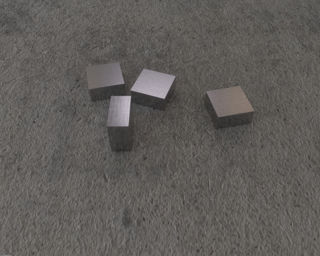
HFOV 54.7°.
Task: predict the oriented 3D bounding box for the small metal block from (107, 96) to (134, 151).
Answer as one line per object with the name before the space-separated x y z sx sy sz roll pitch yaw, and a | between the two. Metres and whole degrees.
small metal block | -0.049 -0.005 0.391 0.025 0.050 0.050 0 50 0

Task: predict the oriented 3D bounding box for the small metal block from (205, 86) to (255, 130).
small metal block | 0.094 -0.029 0.428 0.050 0.025 0.050 -10 51 -8

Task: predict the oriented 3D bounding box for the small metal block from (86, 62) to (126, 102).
small metal block | -0.081 -0.069 0.461 0.050 0.025 0.050 -11 51 -9

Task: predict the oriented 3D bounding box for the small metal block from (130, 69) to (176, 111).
small metal block | -0.009 -0.056 0.450 0.050 0.025 0.050 15 52 12
